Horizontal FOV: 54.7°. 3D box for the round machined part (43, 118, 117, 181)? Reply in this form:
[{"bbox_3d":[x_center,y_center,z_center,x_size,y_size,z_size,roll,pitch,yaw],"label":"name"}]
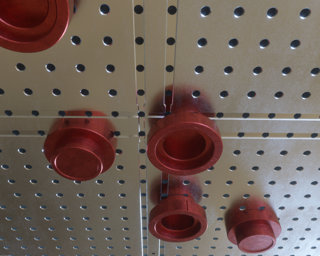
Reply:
[{"bbox_3d":[-0.112,0.037,0.430,0.099,0.042,0.097,-1,130,0],"label":"round machined part"}]

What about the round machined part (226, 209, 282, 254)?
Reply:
[{"bbox_3d":[0.174,0.196,0.570,0.099,0.042,0.097,-1,130,0],"label":"round machined part"}]

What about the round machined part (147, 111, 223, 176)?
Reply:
[{"bbox_3d":[0.032,0.016,0.415,0.099,0.042,0.097,-1,130,0],"label":"round machined part"}]

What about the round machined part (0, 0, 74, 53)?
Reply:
[{"bbox_3d":[-0.131,-0.125,0.292,0.099,0.042,0.097,-1,130,0],"label":"round machined part"}]

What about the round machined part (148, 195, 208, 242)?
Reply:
[{"bbox_3d":[0.030,0.152,0.530,0.099,0.042,0.097,-1,130,0],"label":"round machined part"}]
